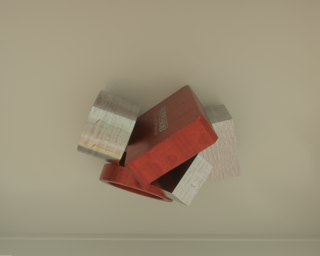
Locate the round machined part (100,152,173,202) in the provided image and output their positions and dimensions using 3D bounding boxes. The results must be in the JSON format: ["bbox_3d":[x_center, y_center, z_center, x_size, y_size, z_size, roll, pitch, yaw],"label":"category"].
[{"bbox_3d":[-0.025,0.062,0.403,0.099,0.098,0.042,19,74,-8],"label":"round machined part"}]

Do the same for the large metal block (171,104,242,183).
[{"bbox_3d":[0.054,0.023,0.398,0.080,0.050,0.080,-13,114,4],"label":"large metal block"}]

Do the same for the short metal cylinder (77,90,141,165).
[{"bbox_3d":[-0.062,0.000,0.379,0.050,0.080,0.079,21,109,-8],"label":"short metal cylinder"}]

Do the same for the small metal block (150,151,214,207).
[{"bbox_3d":[0.023,0.053,0.344,0.025,0.050,0.050,43,73,-21],"label":"small metal block"}]

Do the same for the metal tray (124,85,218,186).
[{"bbox_3d":[0.009,0.001,0.354,0.090,0.130,0.030,-33,108,11],"label":"metal tray"}]
